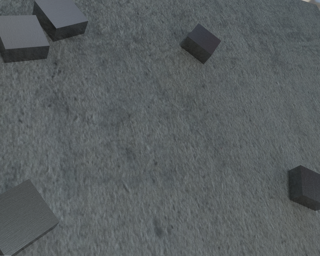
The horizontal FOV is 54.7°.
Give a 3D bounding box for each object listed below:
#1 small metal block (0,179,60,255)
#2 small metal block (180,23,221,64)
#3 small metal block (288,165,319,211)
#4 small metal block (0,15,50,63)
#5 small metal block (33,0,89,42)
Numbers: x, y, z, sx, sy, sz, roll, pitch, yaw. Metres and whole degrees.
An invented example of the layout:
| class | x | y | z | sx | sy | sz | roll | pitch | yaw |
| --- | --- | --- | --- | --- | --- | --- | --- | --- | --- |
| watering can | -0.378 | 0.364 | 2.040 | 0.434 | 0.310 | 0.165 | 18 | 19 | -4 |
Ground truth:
| class | x | y | z | sx | sy | sz | roll | pitch | yaw |
| --- | --- | --- | --- | --- | --- | --- | --- | --- | --- |
| small metal block | -0.130 | 0.084 | 0.283 | 0.050 | 0.025 | 0.050 | -32 | 80 | -38 |
| small metal block | 0.071 | -0.145 | 0.533 | 0.050 | 0.025 | 0.050 | 37 | 51 | -4 |
| small metal block | 0.226 | 0.092 | 0.473 | 0.050 | 0.025 | 0.050 | 24 | 53 | -14 |
| small metal block | -0.171 | -0.110 | 0.379 | 0.050 | 0.025 | 0.050 | -17 | 71 | -35 |
| small metal block | -0.136 | -0.151 | 0.423 | 0.050 | 0.025 | 0.050 | -32 | 80 | -38 |
